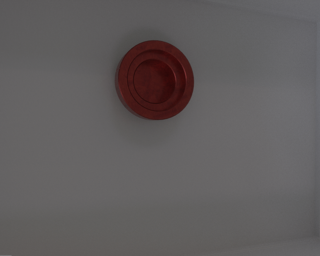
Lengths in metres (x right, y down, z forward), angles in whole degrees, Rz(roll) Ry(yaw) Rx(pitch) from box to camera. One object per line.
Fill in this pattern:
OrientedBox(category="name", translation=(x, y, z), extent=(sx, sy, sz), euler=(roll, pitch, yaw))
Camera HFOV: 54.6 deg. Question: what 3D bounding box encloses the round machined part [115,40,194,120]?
OrientedBox(category="round machined part", translation=(-0.010, -0.059, 0.398), extent=(0.099, 0.042, 0.097), euler=(0, 90, -20))
